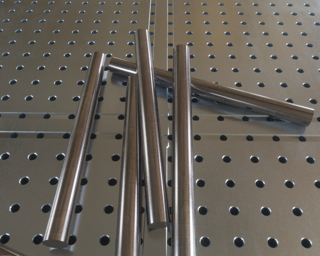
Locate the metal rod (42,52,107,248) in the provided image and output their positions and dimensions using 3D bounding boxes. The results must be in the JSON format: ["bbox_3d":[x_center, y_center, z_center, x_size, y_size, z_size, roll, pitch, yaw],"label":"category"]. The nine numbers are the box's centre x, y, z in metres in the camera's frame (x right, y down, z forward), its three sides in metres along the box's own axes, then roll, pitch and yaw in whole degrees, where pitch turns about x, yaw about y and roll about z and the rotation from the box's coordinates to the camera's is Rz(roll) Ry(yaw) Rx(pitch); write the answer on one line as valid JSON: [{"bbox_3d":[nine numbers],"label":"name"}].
[{"bbox_3d":[-0.102,0.001,0.406,0.025,0.025,0.300,1,50,1],"label":"metal rod"}]

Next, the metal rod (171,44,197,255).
[{"bbox_3d":[0.028,0.008,0.382,0.025,0.025,0.300,1,56,1],"label":"metal rod"}]

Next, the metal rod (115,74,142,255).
[{"bbox_3d":[-0.034,0.043,0.371,0.025,0.025,0.300,-1,50,-1],"label":"metal rod"}]

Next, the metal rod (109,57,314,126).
[{"bbox_3d":[0.065,-0.057,0.456,0.301,0.025,0.025,17,52,14],"label":"metal rod"}]

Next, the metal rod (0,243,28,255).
[{"bbox_3d":[-0.159,0.120,0.292,0.301,0.025,0.025,15,52,17],"label":"metal rod"}]

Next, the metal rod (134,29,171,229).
[{"bbox_3d":[-0.015,-0.023,0.406,0.025,0.025,0.300,-4,56,-3],"label":"metal rod"}]
